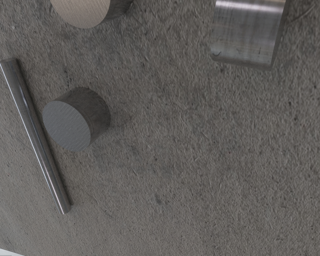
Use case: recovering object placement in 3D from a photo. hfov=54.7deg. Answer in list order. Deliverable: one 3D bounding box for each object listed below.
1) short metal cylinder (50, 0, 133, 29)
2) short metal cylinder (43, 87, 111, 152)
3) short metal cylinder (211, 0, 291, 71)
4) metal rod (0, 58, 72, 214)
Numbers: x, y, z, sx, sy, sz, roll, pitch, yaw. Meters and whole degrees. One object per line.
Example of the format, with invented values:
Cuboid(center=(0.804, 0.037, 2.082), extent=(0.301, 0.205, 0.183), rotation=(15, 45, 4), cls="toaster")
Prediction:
Cuboid(center=(-0.074, -0.154, 0.335), extent=(0.080, 0.050, 0.079), rotation=(13, 124, 21), cls="short metal cylinder")
Cuboid(center=(-0.119, -0.013, 0.445), extent=(0.080, 0.050, 0.079), rotation=(13, 124, 21), cls="short metal cylinder")
Cuboid(center=(0.081, -0.094, 0.271), extent=(0.050, 0.080, 0.079), rotation=(15, 125, 19), cls="short metal cylinder")
Cuboid(center=(-0.207, 0.029, 0.533), extent=(0.025, 0.025, 0.298), rotation=(5, 121, 26), cls="metal rod")
